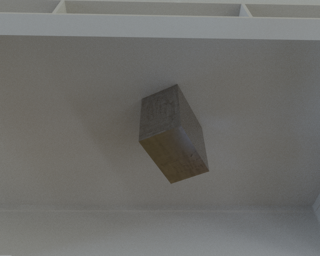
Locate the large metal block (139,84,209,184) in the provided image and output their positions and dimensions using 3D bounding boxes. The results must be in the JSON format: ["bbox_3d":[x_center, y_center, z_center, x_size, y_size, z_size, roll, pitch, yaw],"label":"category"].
[{"bbox_3d":[0.017,0.007,0.379,0.050,0.080,0.080,-21,127,17],"label":"large metal block"}]
